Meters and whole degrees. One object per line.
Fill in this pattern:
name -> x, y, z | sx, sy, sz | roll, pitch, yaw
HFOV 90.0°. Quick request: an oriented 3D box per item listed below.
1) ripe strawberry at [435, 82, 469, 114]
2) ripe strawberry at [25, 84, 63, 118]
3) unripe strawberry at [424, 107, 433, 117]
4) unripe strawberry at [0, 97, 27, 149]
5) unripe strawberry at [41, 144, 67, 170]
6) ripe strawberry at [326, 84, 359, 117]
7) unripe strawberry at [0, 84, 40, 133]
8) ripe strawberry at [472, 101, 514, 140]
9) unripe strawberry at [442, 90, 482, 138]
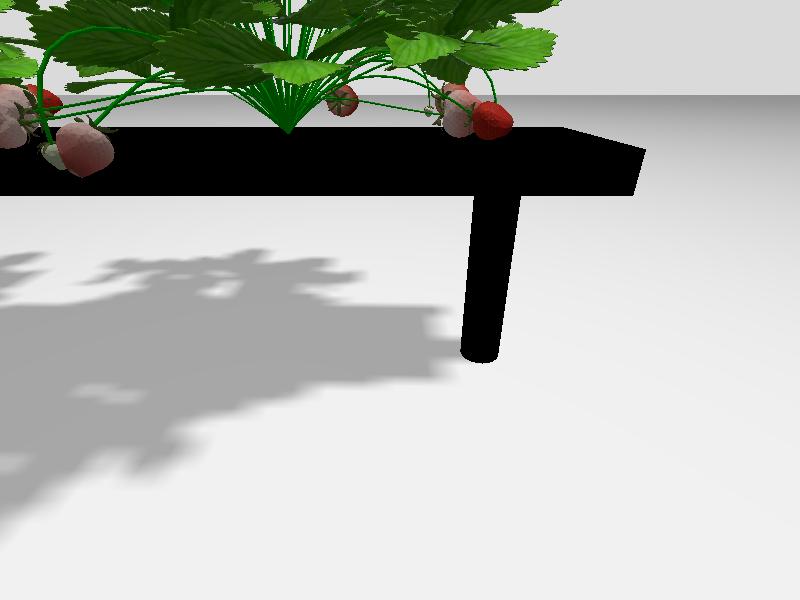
ripe strawberry -> 0.063, -0.229, 0.457 | 0.042, 0.036, 0.042 | 24, 35, 37
ripe strawberry -> -0.416, -0.231, 0.466 | 0.034, 0.036, 0.037 | 19, 33, 31
unripe strawberry -> 0.031, -0.202, 0.429 | 0.009, 0.010, 0.010 | 25, 37, 38
unripe strawberry -> -0.244, -0.107, 0.241 | 0.027, 0.029, 0.025 | -16, 32, -26
unripe strawberry -> -0.151, -0.063, 0.177 | 0.011, 0.011, 0.010 | 10, 30, 18
ripe strawberry -> -0.067, -0.235, 0.471 | 0.039, 0.035, 0.035 | 4, 28, 7
unripe strawberry -> -0.288, -0.139, 0.293 | 0.040, 0.034, 0.039 | -4, 29, -6
ripe strawberry -> 0.062, -0.120, 0.270 | 0.028, 0.024, 0.028 | 18, 32, 13
unripe strawberry -> 0.049, -0.142, 0.306 | 0.034, 0.033, 0.031 | 3, 29, 5
